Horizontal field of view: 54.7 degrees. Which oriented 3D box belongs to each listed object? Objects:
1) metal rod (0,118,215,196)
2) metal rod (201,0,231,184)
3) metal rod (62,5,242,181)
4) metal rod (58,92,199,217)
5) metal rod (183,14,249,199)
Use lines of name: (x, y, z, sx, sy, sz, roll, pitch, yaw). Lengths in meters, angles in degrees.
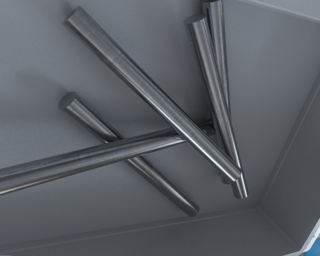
metal rod: (-0.047, 0.027, 0.365, 0.303, 0.025, 0.025, -13, 125, -34)
metal rod: (0.088, -0.030, 0.440, 0.025, 0.025, 0.298, -24, 128, -14)
metal rod: (0.011, -0.021, 0.372, 0.025, 0.025, 0.300, -46, 120, 3)
metal rod: (-0.022, 0.055, 0.431, 0.025, 0.025, 0.300, -42, 130, 1)
metal rod: (0.086, -0.007, 0.425, 0.025, 0.025, 0.299, -30, 125, -10)
